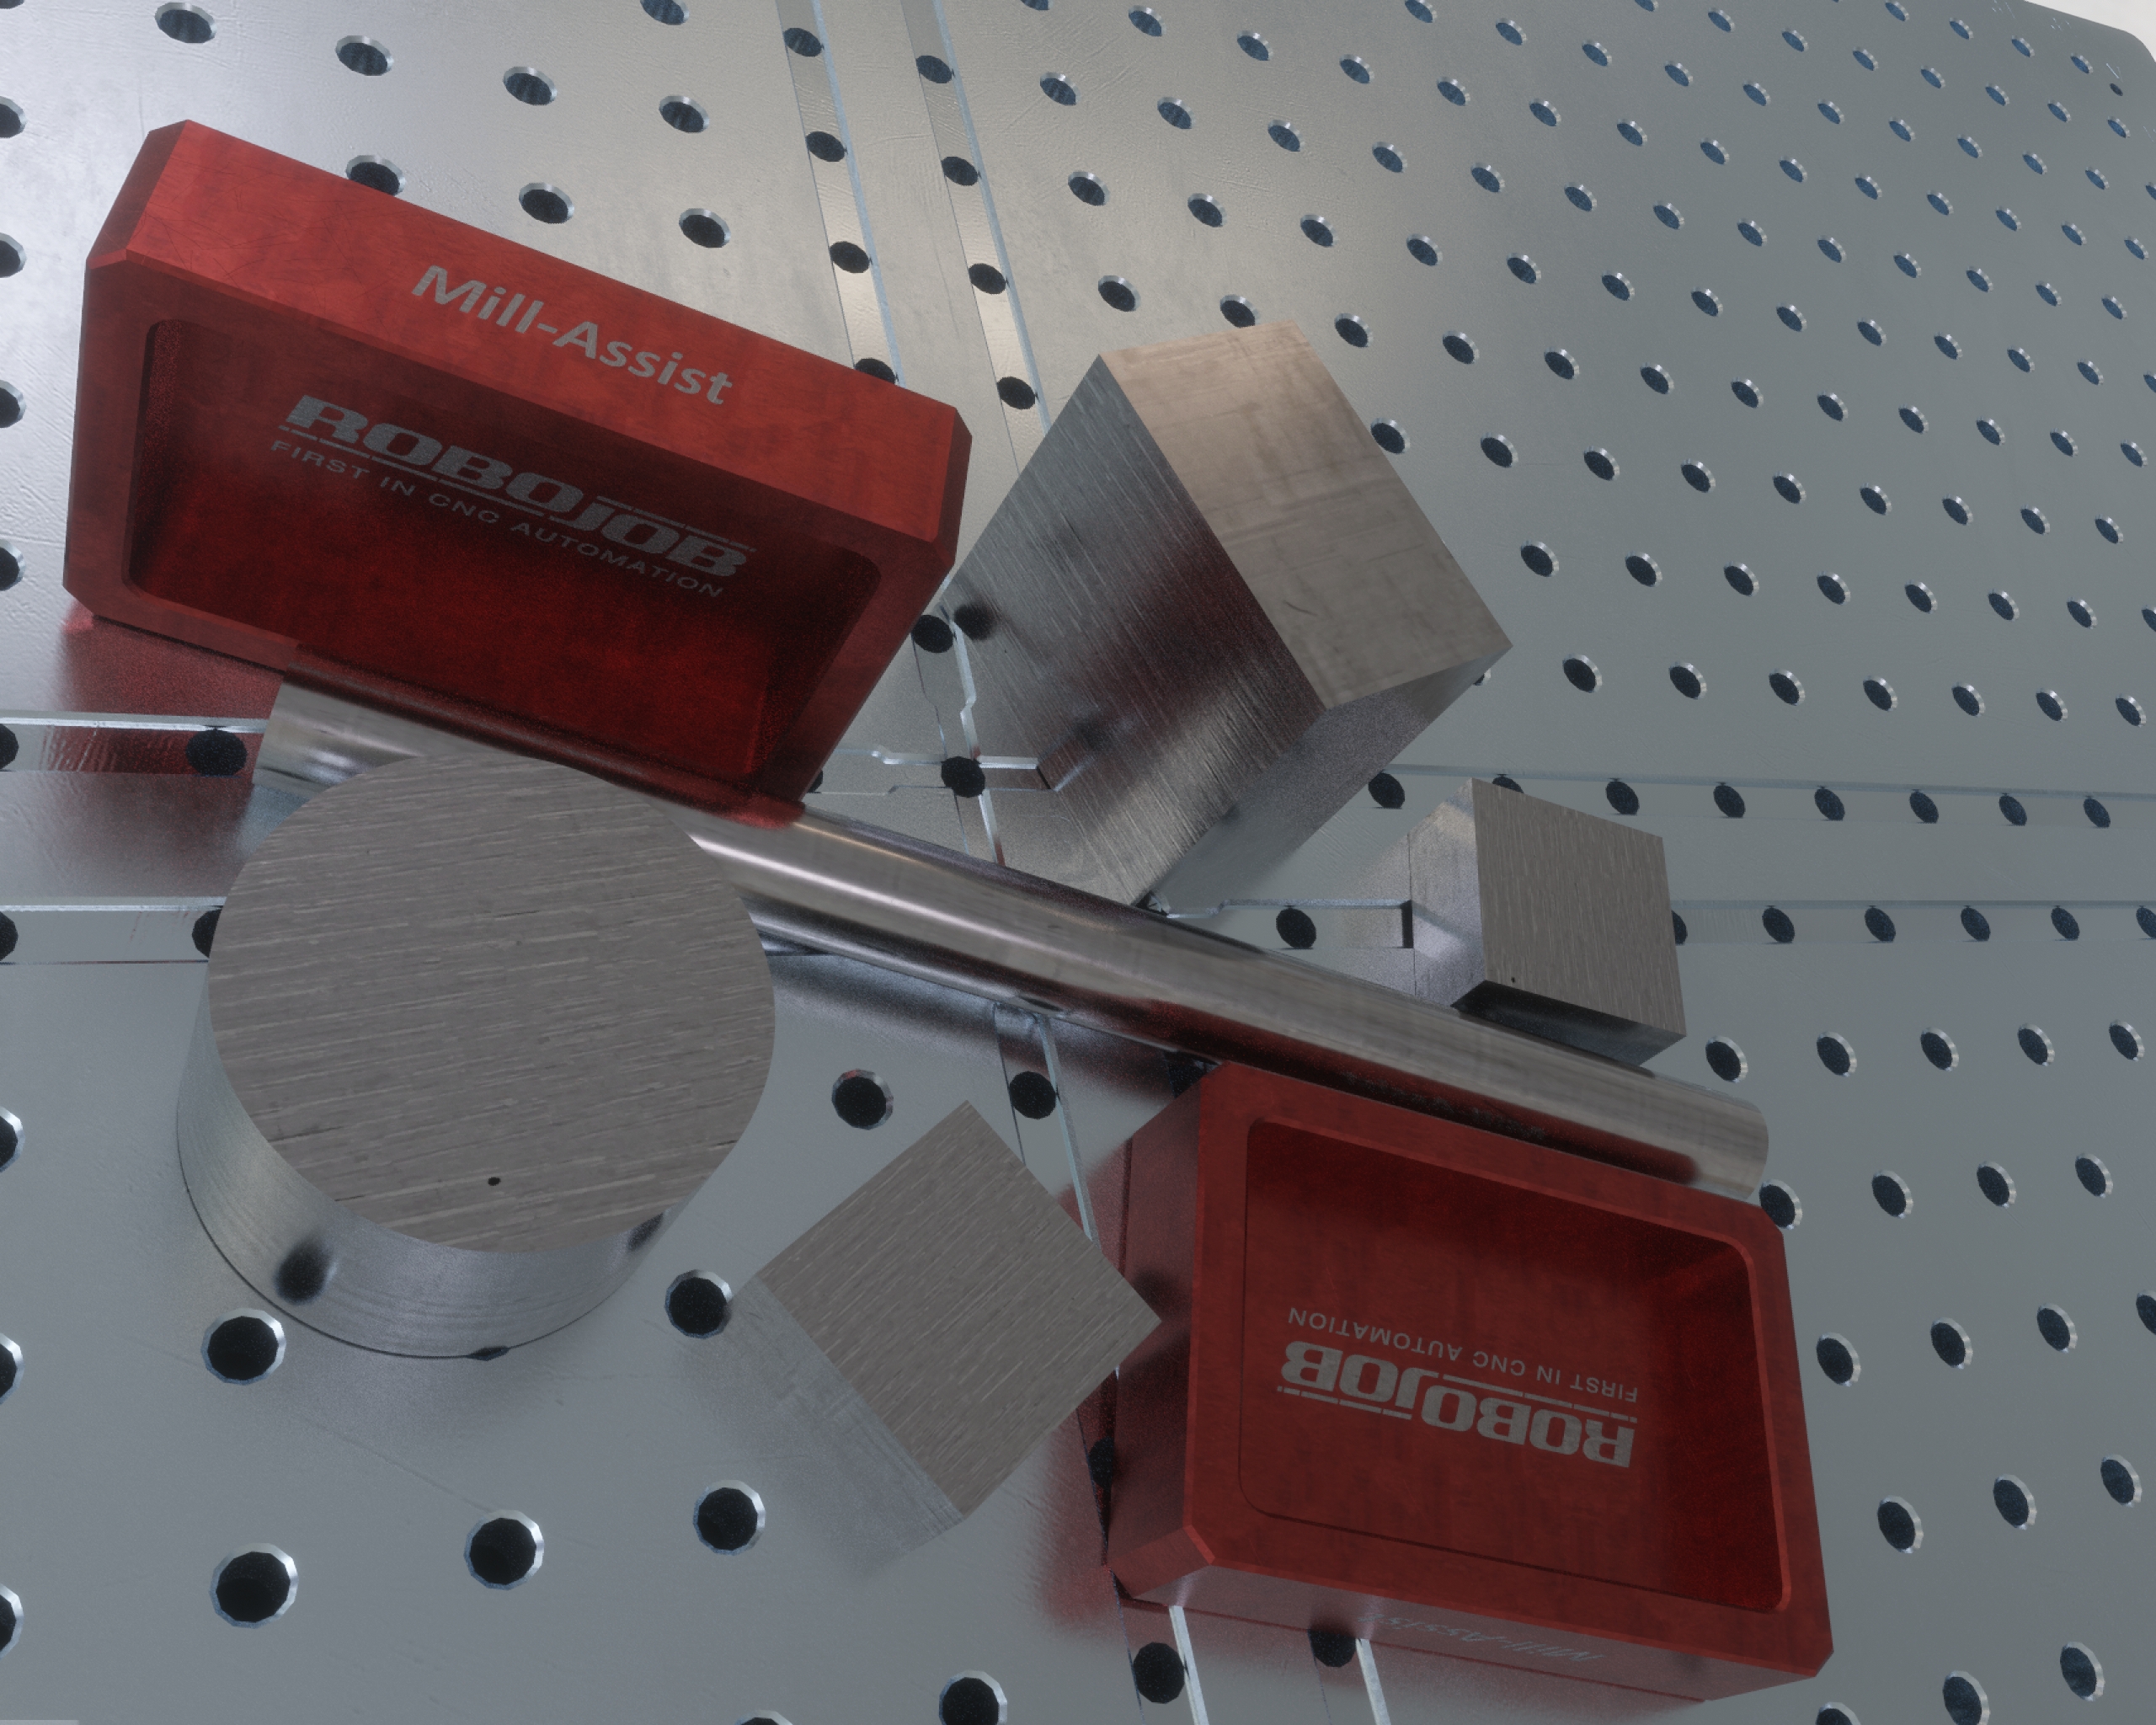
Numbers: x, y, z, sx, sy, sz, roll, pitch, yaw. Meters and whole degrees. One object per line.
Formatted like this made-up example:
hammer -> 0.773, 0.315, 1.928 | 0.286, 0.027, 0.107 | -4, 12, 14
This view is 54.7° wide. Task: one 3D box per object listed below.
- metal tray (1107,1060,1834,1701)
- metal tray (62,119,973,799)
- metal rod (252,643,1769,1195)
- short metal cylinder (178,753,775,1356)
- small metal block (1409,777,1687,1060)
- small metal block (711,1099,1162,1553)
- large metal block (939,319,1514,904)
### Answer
metal tray -> 0.073, 0.096, 0.384 | 0.131, 0.030, 0.090 | 17, 55, -19
metal tray -> -0.095, -0.059, 0.350 | 0.131, 0.090, 0.030 | 17, 55, -19
metal rod -> 0.002, 0.019, 0.397 | 0.302, 0.025, 0.025 | 18, 55, -18
short metal cylinder -> -0.093, 0.030, 0.322 | 0.081, 0.050, 0.080 | 14, 56, -21
small metal block -> 0.101, 0.015, 0.453 | 0.050, 0.025, 0.050 | 16, 55, -19
small metal block -> -0.023, 0.077, 0.349 | 0.050, 0.025, 0.050 | 48, 51, 5
large metal block -> 0.026, -0.048, 0.418 | 0.050, 0.080, 0.080 | -20, 73, -36
